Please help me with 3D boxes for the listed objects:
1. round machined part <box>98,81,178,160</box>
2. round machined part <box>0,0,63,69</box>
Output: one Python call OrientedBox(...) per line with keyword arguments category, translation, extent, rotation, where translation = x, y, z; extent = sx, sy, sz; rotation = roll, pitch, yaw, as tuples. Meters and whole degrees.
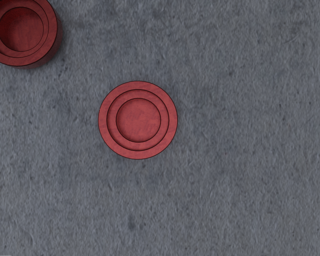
OrientedBox(category="round machined part", translation=(-0.027, -0.010, 0.401), extent=(0.099, 0.042, 0.097), rotation=(0, 90, -1))
OrientedBox(category="round machined part", translation=(-0.174, -0.124, 0.399), extent=(0.099, 0.042, 0.097), rotation=(0, 90, -1))
